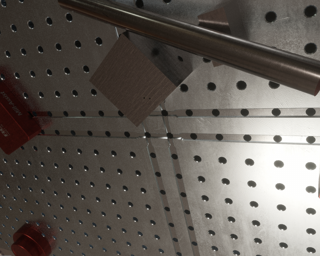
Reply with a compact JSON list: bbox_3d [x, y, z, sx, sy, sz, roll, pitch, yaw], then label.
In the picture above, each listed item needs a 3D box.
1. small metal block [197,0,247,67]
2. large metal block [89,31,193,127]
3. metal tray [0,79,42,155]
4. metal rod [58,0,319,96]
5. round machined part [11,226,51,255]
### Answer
[{"bbox_3d":[0.064,-0.094,0.303,0.025,0.050,0.050,-9,114,32],"label":"small metal block"},{"bbox_3d":[-0.023,-0.062,0.368,0.080,0.050,0.080,45,129,-3],"label":"large metal block"},{"bbox_3d":[-0.277,-0.024,0.536,0.090,0.030,0.130,-27,104,37],"label":"metal tray"},{"bbox_3d":[0.002,-0.095,0.299,0.300,0.025,0.025,28,130,30],"label":"metal rod"},{"bbox_3d":[-0.313,0.286,0.738,0.098,0.042,0.097,13,124,20],"label":"round machined part"}]
